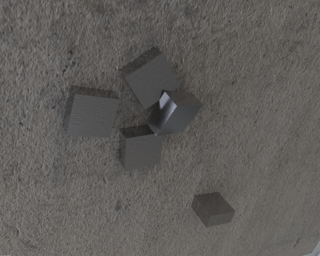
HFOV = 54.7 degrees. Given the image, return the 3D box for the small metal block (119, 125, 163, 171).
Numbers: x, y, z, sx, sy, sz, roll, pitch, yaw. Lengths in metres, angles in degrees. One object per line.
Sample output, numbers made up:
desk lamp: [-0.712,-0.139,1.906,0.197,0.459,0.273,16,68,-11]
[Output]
small metal block: [-0.026,0.025,0.408,0.050,0.025,0.050,-9,123,-24]

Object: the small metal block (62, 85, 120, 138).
small metal block: [-0.079,-0.018,0.353,0.050,0.025,0.050,5,116,-31]

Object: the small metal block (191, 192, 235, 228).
small metal block: [0.089,0.137,0.524,0.050,0.050,0.025,-2,119,-28]

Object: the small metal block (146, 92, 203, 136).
small metal block: [0.018,-0.018,0.388,0.050,0.025,0.050,-6,140,-46]

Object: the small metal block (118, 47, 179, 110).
small metal block: [-0.013,-0.058,0.364,0.050,0.025,0.050,-35,129,-5]
